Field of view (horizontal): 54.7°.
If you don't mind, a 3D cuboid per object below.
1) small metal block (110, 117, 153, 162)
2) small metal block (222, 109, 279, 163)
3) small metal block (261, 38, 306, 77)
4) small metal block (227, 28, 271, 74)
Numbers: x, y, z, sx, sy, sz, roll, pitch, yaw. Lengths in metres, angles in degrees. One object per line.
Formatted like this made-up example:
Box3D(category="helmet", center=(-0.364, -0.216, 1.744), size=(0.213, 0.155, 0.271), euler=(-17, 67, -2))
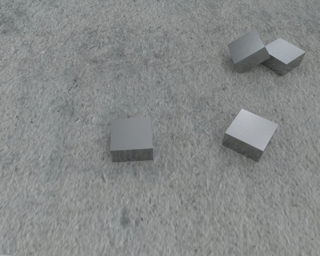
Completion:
Box3D(category="small metal block", center=(-0.035, 0.014, 0.391), size=(0.050, 0.025, 0.050), euler=(-3, 50, -3))
Box3D(category="small metal block", center=(0.115, 0.009, 0.397), size=(0.050, 0.025, 0.050), euler=(28, 55, 21))
Box3D(category="small metal block", center=(0.196, -0.116, 0.503), size=(0.050, 0.025, 0.050), euler=(-32, 57, -24))
Box3D(category="small metal block", center=(0.140, -0.123, 0.492), size=(0.050, 0.025, 0.050), euler=(-28, 46, 24))
